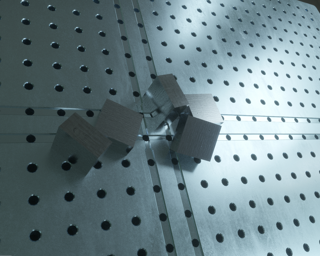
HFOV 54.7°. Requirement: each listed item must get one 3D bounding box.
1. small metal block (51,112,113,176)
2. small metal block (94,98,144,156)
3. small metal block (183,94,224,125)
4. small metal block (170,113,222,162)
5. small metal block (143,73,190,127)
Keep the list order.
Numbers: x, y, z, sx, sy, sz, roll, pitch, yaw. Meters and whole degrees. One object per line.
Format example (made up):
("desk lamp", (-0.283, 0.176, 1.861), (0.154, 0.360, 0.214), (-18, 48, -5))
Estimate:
("small metal block", (-0.086, 0.018, 0.336), (0.050, 0.050, 0.025), (39, 51, -2))
("small metal block", (-0.053, -0.001, 0.381), (0.050, 0.025, 0.050), (25, 53, -14))
("small metal block", (0.059, -0.023, 0.456), (0.050, 0.025, 0.050), (-5, 64, -31))
("small metal block", (0.047, 0.013, 0.412), (0.050, 0.025, 0.050), (17, 92, -19))
("small metal block", (0.007, -0.038, 0.420), (0.025, 0.050, 0.050), (-16, 70, -35))
